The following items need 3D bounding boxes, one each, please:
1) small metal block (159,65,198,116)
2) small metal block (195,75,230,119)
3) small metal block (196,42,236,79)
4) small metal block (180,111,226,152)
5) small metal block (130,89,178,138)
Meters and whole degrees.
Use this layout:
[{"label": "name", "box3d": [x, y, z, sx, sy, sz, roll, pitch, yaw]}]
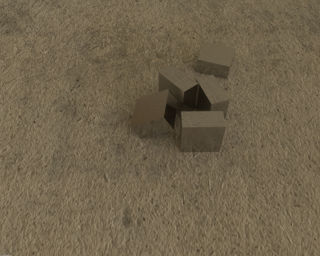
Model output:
[{"label": "small metal block", "box3d": [0.024, -0.050, 0.429, 0.025, 0.050, 0.050, -33, 57, -25]}, {"label": "small metal block", "box3d": [0.067, -0.035, 0.416, 0.025, 0.050, 0.050, -14, 52, -12]}, {"label": "small metal block", "box3d": [0.090, -0.109, 0.495, 0.050, 0.025, 0.050, 16, 52, 13]}, {"label": "small metal block", "box3d": [0.051, 0.005, 0.383, 0.050, 0.050, 0.025, -1, 50, -1]}, {"label": "small metal block", "box3d": [-0.007, -0.019, 0.405, 0.050, 0.025, 0.050, -15, 45, 28]}]
